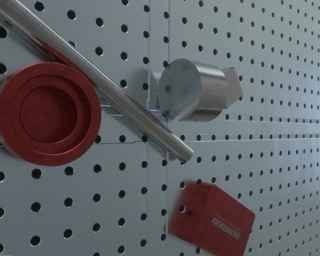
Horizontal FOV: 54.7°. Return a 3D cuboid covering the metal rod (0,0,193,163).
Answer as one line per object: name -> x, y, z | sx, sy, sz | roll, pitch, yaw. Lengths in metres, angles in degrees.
metal rod -> -0.059, -0.043, 0.361 | 0.301, 0.025, 0.025 | 40, 66, -33

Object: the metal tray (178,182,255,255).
metal tray -> 0.094, 0.152, 0.488 | 0.130, 0.030, 0.090 | 38, 67, -34

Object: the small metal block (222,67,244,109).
small metal block -> 0.104, -0.064, 0.499 | 0.050, 0.025, 0.050 | -37, 113, -34

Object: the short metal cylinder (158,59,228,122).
short metal cylinder -> 0.042, -0.048, 0.411 | 0.050, 0.080, 0.079 | 1, 90, -40

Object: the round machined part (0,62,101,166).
round machined part -> -0.112, -0.013, 0.306 | 0.099, 0.042, 0.097 | 0, 90, -40
